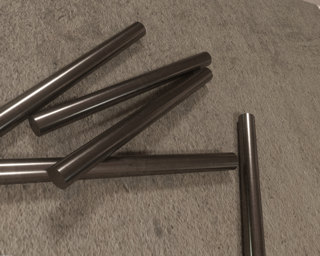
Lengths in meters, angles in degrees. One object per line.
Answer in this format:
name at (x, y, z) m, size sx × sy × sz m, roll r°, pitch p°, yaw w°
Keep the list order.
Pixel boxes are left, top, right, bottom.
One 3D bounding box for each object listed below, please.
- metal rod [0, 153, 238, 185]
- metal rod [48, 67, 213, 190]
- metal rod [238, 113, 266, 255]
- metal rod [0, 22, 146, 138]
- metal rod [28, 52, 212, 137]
metal rod at (-0.033, 0.044, 0.360) m, size 0.303 × 0.025 × 0.025 m, roll 1°, pitch 61°, yaw -28°
metal rod at (-0.011, -0.020, 0.392) m, size 0.025 × 0.025 × 0.302 m, roll 47°, pitch 45°, yaw 4°
metal rod at (0.121, 0.107, 0.405) m, size 0.025 × 0.025 × 0.300 m, roll 20°, pitch 54°, yaw -17°
metal rod at (-0.110, -0.066, 0.385) m, size 0.025 × 0.025 × 0.301 m, roll 42°, pitch 51°, yaw 0°
metal rod at (-0.029, -0.059, 0.424) m, size 0.302 × 0.025 × 0.025 m, roll -28°, pitch 78°, yaw -38°
